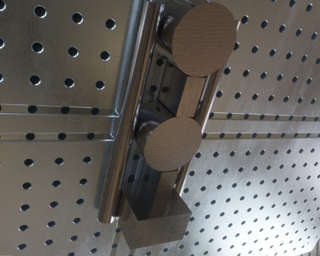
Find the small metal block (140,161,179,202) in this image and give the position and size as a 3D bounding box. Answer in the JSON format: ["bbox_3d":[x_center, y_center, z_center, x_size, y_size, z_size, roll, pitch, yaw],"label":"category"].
[{"bbox_3d":[-0.003,0.067,0.434,0.025,0.050,0.050,0,118,-29],"label":"small metal block"}]

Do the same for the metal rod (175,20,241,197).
[{"bbox_3d":[0.050,-0.002,0.436,0.025,0.025,0.298,1,118,-29],"label":"metal rod"}]

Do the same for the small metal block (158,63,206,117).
[{"bbox_3d":[0.025,-0.047,0.378,0.025,0.050,0.050,1,118,-29],"label":"small metal block"}]

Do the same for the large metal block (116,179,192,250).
[{"bbox_3d":[-0.014,0.117,0.440,0.081,0.080,0.050,1,118,-29],"label":"large metal block"}]

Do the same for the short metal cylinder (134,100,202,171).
[{"bbox_3d":[0.007,0.009,0.404,0.081,0.050,0.079,-14,124,-21],"label":"short metal cylinder"}]

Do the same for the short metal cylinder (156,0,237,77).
[{"bbox_3d":[0.038,-0.104,0.351,0.081,0.050,0.079,-14,124,-21],"label":"short metal cylinder"}]

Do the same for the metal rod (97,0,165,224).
[{"bbox_3d":[-0.042,-0.001,0.386,0.025,0.025,0.298,1,118,-29],"label":"metal rod"}]
